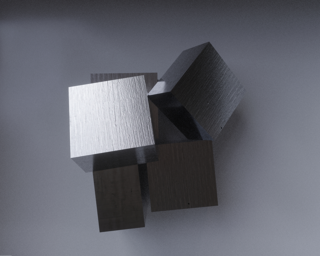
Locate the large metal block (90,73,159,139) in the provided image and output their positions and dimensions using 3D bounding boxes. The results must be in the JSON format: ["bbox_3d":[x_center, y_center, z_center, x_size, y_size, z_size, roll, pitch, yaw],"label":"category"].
[{"bbox_3d":[-0.043,-0.026,0.397,0.081,0.050,0.079,-1,90,-1],"label":"large metal block"}]

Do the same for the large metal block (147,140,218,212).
[{"bbox_3d":[0.026,0.057,0.396,0.081,0.050,0.079,-5,90,-1],"label":"large metal block"}]

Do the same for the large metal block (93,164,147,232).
[{"bbox_3d":[-0.046,0.073,0.382,0.050,0.080,0.079,-7,90,0],"label":"large metal block"}]

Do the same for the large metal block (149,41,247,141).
[{"bbox_3d":[0.046,-0.042,0.373,0.080,0.050,0.080,46,67,-23],"label":"large metal block"}]

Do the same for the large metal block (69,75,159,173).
[{"bbox_3d":[-0.049,-0.004,0.332,0.080,0.050,0.080,-9,65,0],"label":"large metal block"}]
